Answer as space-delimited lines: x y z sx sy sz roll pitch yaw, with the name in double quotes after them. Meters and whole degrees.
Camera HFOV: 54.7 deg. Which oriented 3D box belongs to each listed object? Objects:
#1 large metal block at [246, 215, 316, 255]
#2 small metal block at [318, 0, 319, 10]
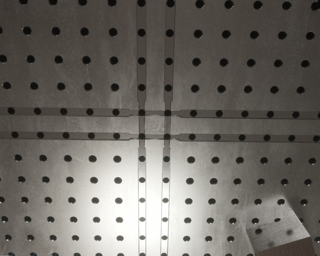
0.187 0.191 0.473 0.080 0.050 0.080 -20 109 6 "large metal block"
0.209 -0.167 0.355 0.050 0.025 0.050 -22 109 7 "small metal block"
